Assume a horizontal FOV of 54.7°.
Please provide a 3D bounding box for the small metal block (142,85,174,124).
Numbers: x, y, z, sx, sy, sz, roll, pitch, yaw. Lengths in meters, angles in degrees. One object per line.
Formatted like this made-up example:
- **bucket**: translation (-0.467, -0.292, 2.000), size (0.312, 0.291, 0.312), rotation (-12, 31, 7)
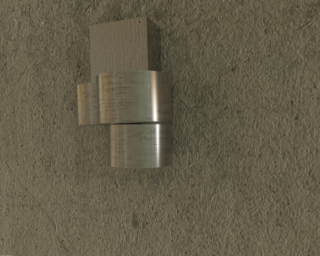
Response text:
- **small metal block**: translation (-0.002, -0.030, 0.400), size (0.025, 0.050, 0.050), rotation (1, 91, 20)

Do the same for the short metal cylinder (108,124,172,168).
- **short metal cylinder**: translation (-0.025, 0.021, 0.390), size (0.080, 0.080, 0.050), rotation (0, 90, 20)

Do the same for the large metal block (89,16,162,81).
- **large metal block**: translation (-0.044, -0.095, 0.413), size (0.080, 0.050, 0.080), rotation (-2, 89, 20)

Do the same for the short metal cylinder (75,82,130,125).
- **short metal cylinder**: translation (-0.069, -0.029, 0.406), size (0.080, 0.080, 0.050), rotation (-2, 89, 20)

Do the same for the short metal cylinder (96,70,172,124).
- **short metal cylinder**: translation (-0.028, -0.031, 0.338), size (0.080, 0.080, 0.050), rotation (-2, 89, 20)
